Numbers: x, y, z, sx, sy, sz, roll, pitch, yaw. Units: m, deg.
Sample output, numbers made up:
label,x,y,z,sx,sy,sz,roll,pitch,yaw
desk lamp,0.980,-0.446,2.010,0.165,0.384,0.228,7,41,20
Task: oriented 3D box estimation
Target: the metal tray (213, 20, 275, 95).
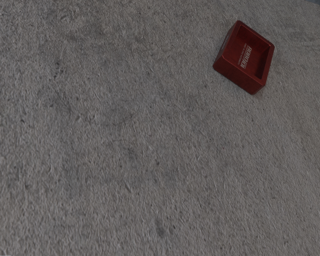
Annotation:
label,x,y,z,sx,sy,sz,roll,pitch,yaw
metal tray,0.156,-0.131,0.563,0.090,0.030,0.130,33,51,-7
